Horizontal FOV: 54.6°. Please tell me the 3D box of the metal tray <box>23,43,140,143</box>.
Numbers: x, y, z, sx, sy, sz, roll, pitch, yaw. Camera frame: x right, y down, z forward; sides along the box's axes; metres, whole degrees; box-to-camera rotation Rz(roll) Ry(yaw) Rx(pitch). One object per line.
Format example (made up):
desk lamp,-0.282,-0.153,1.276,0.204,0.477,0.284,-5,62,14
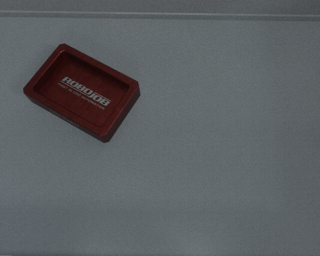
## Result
metal tray,-0.104,-0.049,0.424,0.130,0.030,0.090,29,72,10
